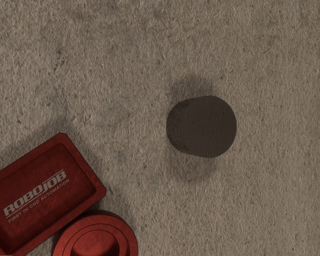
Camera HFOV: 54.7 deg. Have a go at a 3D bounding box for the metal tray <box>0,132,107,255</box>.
[{"bbox_3d":[-0.139,0.076,0.350,0.131,0.030,0.090,-36,96,-17],"label":"metal tray"}]

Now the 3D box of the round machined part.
[{"bbox_3d":[-0.079,0.147,0.372,0.099,0.042,0.097,0,90,-21],"label":"round machined part"}]

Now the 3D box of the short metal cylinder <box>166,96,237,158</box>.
[{"bbox_3d":[0.055,-0.002,0.417,0.081,0.050,0.079,0,90,-21],"label":"short metal cylinder"}]
